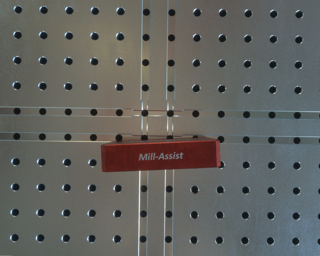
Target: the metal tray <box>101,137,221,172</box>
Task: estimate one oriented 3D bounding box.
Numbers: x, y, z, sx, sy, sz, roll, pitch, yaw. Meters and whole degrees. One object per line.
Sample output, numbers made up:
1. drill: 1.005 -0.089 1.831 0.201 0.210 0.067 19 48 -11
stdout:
1. metal tray: 0.001 0.030 0.380 0.131 0.090 0.030 -2 90 0
